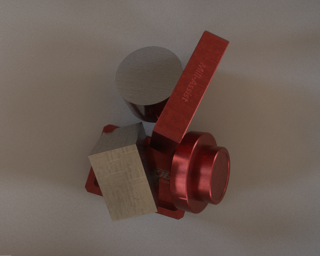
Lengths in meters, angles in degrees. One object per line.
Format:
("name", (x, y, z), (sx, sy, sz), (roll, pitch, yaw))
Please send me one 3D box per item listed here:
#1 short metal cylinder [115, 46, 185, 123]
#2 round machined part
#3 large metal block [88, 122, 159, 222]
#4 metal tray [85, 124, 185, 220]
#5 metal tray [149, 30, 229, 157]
("short metal cylinder", (-0.009, -0.053, 0.382), (0.080, 0.050, 0.080), (-4, 67, 10))
("round machined part", (0.053, 0.054, 0.371), (0.042, 0.098, 0.097), (6, 90, 30))
("large metal block", (-0.037, 0.047, 0.359), (0.050, 0.080, 0.080), (-15, 106, 6))
("metal tray", (-0.021, 0.056, 0.406), (0.131, 0.030, 0.090), (17, 90, 0))
("metal tray", (0.032, -0.036, 0.362), (0.030, 0.090, 0.130), (27, 74, 3))
